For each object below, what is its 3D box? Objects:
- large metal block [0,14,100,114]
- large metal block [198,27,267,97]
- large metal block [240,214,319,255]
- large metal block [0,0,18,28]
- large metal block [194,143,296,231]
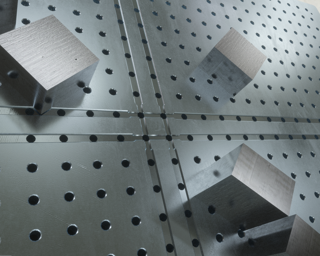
[{"bbox_3d":[-0.134,-0.077,0.367,0.080,0.050,0.080,44,51,2],"label":"large metal block"},{"bbox_3d":[0.125,-0.114,0.532,0.080,0.050,0.080,41,51,-1],"label":"large metal block"},{"bbox_3d":[0.154,0.156,0.363,0.080,0.080,0.050,40,51,-1],"label":"large metal block"},{"bbox_3d":[-0.230,-0.161,0.366,0.080,0.050,0.081,50,51,6],"label":"large metal block"},{"bbox_3d":[0.103,0.076,0.384,0.080,0.080,0.050,36,51,-5],"label":"large metal block"}]
